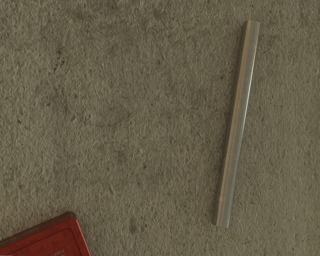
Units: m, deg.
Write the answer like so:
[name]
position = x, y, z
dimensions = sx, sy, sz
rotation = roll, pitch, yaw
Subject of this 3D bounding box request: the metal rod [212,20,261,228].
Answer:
[metal rod]
position = 0.112, -0.008, 0.451
dimensions = 0.025, 0.025, 0.298
rotation = 11, 86, -20

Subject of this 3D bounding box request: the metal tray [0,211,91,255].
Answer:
[metal tray]
position = -0.146, 0.164, 0.353
dimensions = 0.131, 0.030, 0.090
rotation = -21, 97, -19
